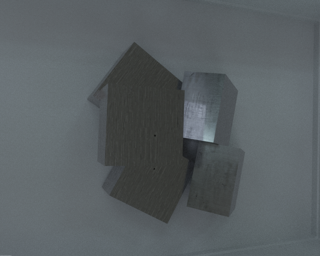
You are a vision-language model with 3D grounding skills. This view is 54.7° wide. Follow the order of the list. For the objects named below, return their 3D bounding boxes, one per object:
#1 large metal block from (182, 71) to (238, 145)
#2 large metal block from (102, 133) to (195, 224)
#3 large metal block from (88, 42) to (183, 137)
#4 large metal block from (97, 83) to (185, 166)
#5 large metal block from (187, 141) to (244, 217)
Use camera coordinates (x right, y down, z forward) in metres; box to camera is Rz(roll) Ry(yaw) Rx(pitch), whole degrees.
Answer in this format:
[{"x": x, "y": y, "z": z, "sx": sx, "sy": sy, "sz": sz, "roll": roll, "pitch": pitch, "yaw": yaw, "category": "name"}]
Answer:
[{"x": 0.061, "y": -0.021, "z": 0.397, "sx": 0.080, "sy": 0.050, "sz": 0.080, "roll": 19, "pitch": 81, "yaw": -65, "category": "large metal block"}, {"x": -0.014, "y": 0.060, "z": 0.389, "sx": 0.080, "sy": 0.050, "sz": 0.080, "roll": 31, "pitch": 80, "yaw": -18, "category": "large metal block"}, {"x": -0.030, "y": -0.045, "z": 0.386, "sx": 0.080, "sy": 0.050, "sz": 0.080, "roll": 38, "pitch": 78, "yaw": -17, "category": "large metal block"}, {"x": -0.022, "y": -0.001, "z": 0.334, "sx": 0.081, "sy": 0.050, "sz": 0.080, "roll": 3, "pitch": 88, "yaw": -19, "category": "large metal block"}, {"x": 0.076, "y": 0.064, "z": 0.402, "sx": 0.050, "sy": 0.080, "sz": 0.080, "roll": 10, "pitch": 86, "yaw": 19, "category": "large metal block"}]
